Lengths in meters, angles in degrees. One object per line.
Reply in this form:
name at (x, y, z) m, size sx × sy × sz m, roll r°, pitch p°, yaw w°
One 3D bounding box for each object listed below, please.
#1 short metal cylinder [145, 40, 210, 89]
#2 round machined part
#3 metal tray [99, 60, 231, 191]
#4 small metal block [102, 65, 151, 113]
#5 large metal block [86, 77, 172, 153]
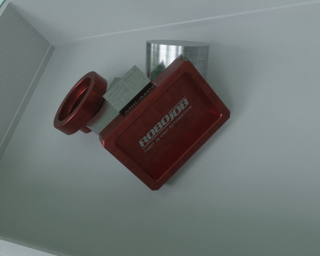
short metal cylinder at (0.021, -0.085, 0.400) m, size 0.080 × 0.081 × 0.050 m, roll 17°, pitch 115°, yaw 34°
round machined part at (-0.108, -0.031, 0.451) m, size 0.098 × 0.042 × 0.098 m, roll -35°, pitch 35°, yaw 29°
metal tray at (0.007, -0.003, 0.357) m, size 0.130 × 0.090 × 0.030 m, roll -45°, pitch 24°, yaw -4°
small metal block at (-0.037, -0.043, 0.366) m, size 0.050 × 0.050 × 0.025 m, roll -45°, pitch 90°, yaw -3°
large metal block at (-0.037, -0.016, 0.416) m, size 0.080 × 0.050 × 0.080 m, roll 16°, pitch 70°, yaw 34°
